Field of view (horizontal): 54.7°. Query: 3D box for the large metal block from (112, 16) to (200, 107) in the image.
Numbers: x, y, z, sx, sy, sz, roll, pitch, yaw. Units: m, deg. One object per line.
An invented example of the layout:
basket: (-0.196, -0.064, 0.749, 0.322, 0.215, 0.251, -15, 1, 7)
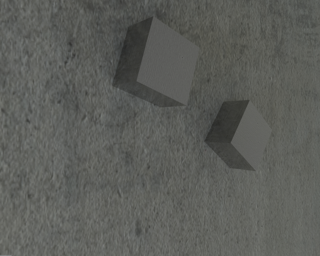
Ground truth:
large metal block: (-0.003, -0.078, 0.387, 0.080, 0.050, 0.080, 22, 76, -38)

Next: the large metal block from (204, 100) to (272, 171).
large metal block: (0.128, 0.012, 0.499, 0.080, 0.050, 0.080, 44, 64, -32)
